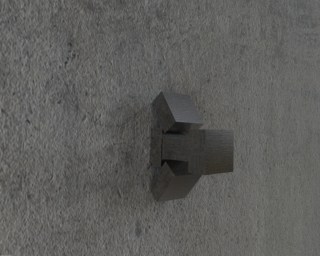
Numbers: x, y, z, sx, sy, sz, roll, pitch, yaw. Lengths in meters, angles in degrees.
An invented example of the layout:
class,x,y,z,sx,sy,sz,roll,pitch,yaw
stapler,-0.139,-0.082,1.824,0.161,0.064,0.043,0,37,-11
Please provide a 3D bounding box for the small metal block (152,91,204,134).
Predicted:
class,x,y,z,sx,sy,sz,roll,pitch,yaw
small metal block,0.023,-0.020,0.412,0.050,0.025,0.050,3,52,-40

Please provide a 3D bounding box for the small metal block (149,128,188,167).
class,x,y,z,sx,sy,sz,roll,pitch,yaw
small metal block,0.013,0.026,0.420,0.050,0.025,0.050,3,88,-40

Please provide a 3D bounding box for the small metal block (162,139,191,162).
class,x,y,z,sx,sy,sz,roll,pitch,yaw
small metal block,0.038,0.027,0.391,0.050,0.050,0.025,3,88,-40

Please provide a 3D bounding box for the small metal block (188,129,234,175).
class,x,y,z,sx,sy,sz,roll,pitch,yaw
small metal block,0.060,0.027,0.361,0.050,0.025,0.050,1,89,-40

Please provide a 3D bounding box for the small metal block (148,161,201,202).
class,x,y,z,sx,sy,sz,roll,pitch,yaw
small metal block,0.021,0.070,0.410,0.050,0.025,0.050,3,129,-40
